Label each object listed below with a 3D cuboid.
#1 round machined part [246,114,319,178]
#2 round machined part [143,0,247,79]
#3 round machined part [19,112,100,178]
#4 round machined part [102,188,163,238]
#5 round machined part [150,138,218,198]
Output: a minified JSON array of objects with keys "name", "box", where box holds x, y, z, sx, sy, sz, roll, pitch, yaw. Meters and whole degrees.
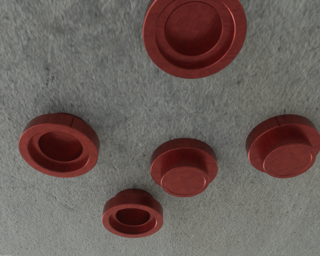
[{"name":"round machined part","box":[0.172,0.032,0.426,0.099,0.042,0.097,-1,130,0]},{"name":"round machined part","box":[0.033,-0.102,0.310,0.099,0.042,0.097,-1,130,0]},{"name":"round machined part","box":[-0.129,0.018,0.410,0.099,0.042,0.097,-1,130,0]},{"name":"round machined part","box":[-0.044,0.138,0.513,0.099,0.042,0.097,-1,130,0]},{"name":"round machined part","box":[0.035,0.064,0.451,0.099,0.042,0.097,-1,130,0]}]
